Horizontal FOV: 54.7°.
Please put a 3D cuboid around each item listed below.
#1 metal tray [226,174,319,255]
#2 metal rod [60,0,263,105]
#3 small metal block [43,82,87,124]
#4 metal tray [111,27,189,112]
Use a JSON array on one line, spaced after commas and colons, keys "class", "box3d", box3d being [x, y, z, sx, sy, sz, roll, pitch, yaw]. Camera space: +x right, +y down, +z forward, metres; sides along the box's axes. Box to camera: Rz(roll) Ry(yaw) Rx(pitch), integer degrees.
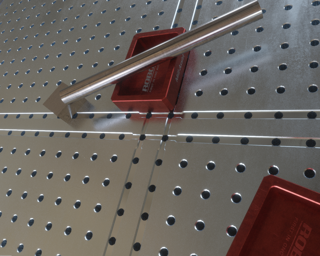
[{"class": "metal tray", "box3d": [0.112, 0.117, 0.273, 0.090, 0.030, 0.130, 21, 72, 35]}, {"class": "metal rod", "box3d": [-0.009, -0.099, 0.433, 0.301, 0.025, 0.025, -21, 54, 15]}, {"class": "small metal block", "box3d": [-0.159, -0.043, 0.515, 0.050, 0.025, 0.050, 31, 78, 37]}, {"class": "metal tray", "box3d": [-0.011, -0.087, 0.462, 0.090, 0.030, 0.130, 1, 62, 28]}]
